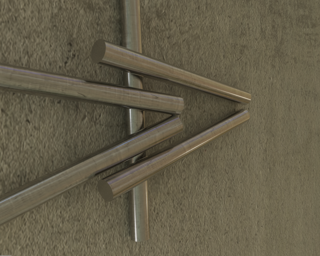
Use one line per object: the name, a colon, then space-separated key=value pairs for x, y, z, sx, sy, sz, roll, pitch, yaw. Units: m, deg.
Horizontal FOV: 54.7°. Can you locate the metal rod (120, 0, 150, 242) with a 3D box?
metal rod: x=-0.031 y=-0.012 z=0.382 sx=0.025 sy=0.025 sz=0.298 roll=-4 pitch=93 yaw=-40

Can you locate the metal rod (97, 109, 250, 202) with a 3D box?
metal rod: x=0.043 y=0.022 z=0.424 sx=0.302 sy=0.025 sz=0.025 roll=-23 pitch=105 yaw=-44

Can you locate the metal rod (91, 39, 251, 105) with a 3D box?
metal rod: x=0.041 y=-0.064 z=0.422 sx=0.302 sy=0.025 sz=0.025 roll=7 pitch=86 yaw=-46

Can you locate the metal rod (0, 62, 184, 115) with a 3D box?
metal rod: x=-0.102 y=-0.041 z=0.304 sx=0.302 sy=0.025 sz=0.025 roll=6 pitch=86 yaw=-34

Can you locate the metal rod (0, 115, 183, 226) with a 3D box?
metal rod: x=-0.095 y=0.051 z=0.309 sx=0.302 sy=0.025 sz=0.025 roll=-26 pitch=107 yaw=-32
